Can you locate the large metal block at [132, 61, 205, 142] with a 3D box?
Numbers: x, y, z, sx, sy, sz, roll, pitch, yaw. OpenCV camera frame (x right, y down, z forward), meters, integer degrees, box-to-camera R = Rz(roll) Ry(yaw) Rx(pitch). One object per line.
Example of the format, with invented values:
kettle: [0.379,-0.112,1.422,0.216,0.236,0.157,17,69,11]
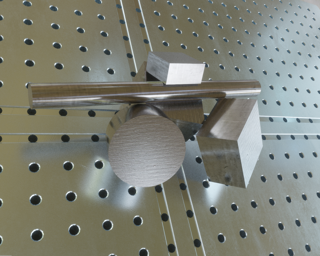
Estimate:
large metal block: [0.008,-0.033,0.412,0.081,0.050,0.080,10,57,-23]

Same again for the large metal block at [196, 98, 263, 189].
large metal block: [0.093,0.017,0.400,0.080,0.050,0.080,-53,137,-39]

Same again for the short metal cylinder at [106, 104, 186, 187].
short metal cylinder: [-0.018,0.017,0.340,0.081,0.080,0.050,18,12,-18]

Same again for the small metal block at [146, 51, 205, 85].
small metal block: [0.018,-0.074,0.379,0.050,0.025,0.050,-6,30,-31]

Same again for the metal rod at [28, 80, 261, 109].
metal rod: [0.007,-0.044,0.370,0.303,0.025,0.025,-6,65,-31]
